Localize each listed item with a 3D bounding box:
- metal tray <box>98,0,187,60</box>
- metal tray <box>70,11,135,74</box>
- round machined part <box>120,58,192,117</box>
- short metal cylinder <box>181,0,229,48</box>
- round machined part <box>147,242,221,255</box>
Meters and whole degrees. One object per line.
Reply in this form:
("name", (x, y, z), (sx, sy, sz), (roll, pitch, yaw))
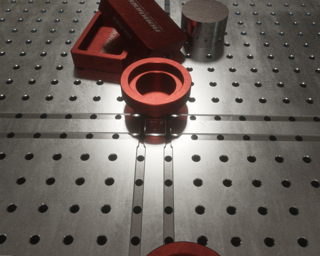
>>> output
("metal tray", (-0.028, -0.175, 0.513), (0.091, 0.030, 0.130), (-29, 74, -38))
("metal tray", (-0.084, -0.150, 0.528), (0.090, 0.030, 0.130), (10, 51, 7))
("round machined part", (-0.005, -0.054, 0.442), (0.099, 0.042, 0.098), (0, 50, 0))
("short metal cylinder", (0.077, -0.186, 0.549), (0.081, 0.050, 0.080), (0, 50, 0))
("round machined part", (0.021, 0.154, 0.267), (0.099, 0.042, 0.098), (0, 50, 0))
